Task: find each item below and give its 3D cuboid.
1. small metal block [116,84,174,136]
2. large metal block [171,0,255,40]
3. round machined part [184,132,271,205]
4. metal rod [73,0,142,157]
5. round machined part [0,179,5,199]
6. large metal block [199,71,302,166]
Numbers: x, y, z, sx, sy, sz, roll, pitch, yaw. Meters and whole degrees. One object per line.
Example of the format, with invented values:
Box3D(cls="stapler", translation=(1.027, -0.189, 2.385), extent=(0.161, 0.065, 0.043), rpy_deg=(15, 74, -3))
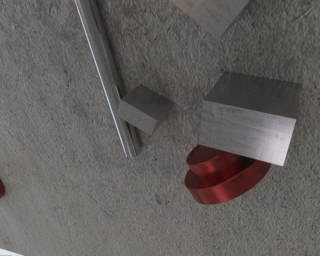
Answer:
Box3D(cls="small metal block", translation=(-0.018, -0.024, 0.385), extent=(0.050, 0.050, 0.025), rpy_deg=(30, 128, 9))
Box3D(cls="large metal block", translation=(0.045, -0.131, 0.266), extent=(0.080, 0.080, 0.050), rpy_deg=(40, 129, 0))
Box3D(cls="round machined part", translation=(0.069, 0.037, 0.346), extent=(0.098, 0.098, 0.042), rpy_deg=(-24, 105, 36))
Box3D(cls="metal rod", translation=(-0.073, -0.095, 0.386), extent=(0.025, 0.025, 0.298), rpy_deg=(0, 119, 28))
Box3D(cls="round machined part", translation=(-0.397, 0.128, 0.685), extent=(0.098, 0.042, 0.097), rpy_deg=(13, 124, 21))
Box3D(cls="large metal block", translation=(0.093, -0.014, 0.314), extent=(0.080, 0.080, 0.050), rpy_deg=(14, 124, 20))
